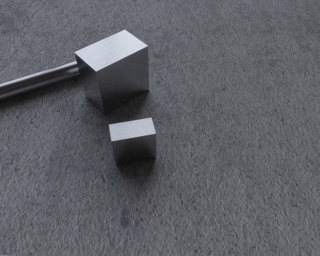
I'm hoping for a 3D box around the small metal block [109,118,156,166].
[{"bbox_3d":[-0.032,0.017,0.372,0.050,0.050,0.025,-10,51,-9],"label":"small metal block"}]

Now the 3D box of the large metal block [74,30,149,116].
[{"bbox_3d":[-0.063,-0.077,0.431,0.080,0.080,0.050,-33,58,-25],"label":"large metal block"}]

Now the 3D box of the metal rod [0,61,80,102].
[{"bbox_3d":[-0.165,-0.076,0.464,0.302,0.025,0.025,-22,54,-18],"label":"metal rod"}]
